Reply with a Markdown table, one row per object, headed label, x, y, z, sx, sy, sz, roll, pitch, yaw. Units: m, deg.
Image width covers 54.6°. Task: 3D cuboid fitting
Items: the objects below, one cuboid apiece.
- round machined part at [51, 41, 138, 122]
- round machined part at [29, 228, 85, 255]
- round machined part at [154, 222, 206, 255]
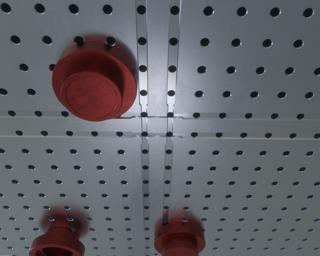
| label | x | y | z | sx | sy | sz | roll | pitch | yaw |
| --- | --- | --- | --- | --- | --- | --- | --- | --- | --- |
| round machined part | -0.076 | -0.046 | 0.360 | 0.099 | 0.042 | 0.097 | 0 | 130 | 0 |
| round machined part | -0.193 | 0.227 | 0.592 | 0.099 | 0.042 | 0.097 | 0 | 130 | 0 |
| round machined part | 0.038 | 0.226 | 0.592 | 0.099 | 0.042 | 0.097 | 0 | 130 | 0 |
